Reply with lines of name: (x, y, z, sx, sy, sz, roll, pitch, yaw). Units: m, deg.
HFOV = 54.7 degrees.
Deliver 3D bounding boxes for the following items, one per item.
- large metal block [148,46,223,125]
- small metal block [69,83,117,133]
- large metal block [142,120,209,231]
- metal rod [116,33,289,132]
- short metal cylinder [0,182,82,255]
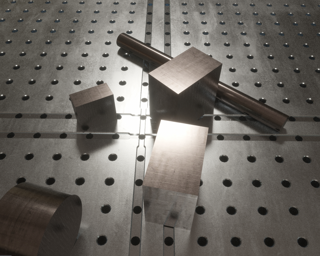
large metal block: (0.032, -0.048, 0.413, 0.080, 0.080, 0.050, -36, 59, -27)
small metal block: (-0.088, -0.027, 0.413, 0.050, 0.050, 0.025, -22, 54, -18)
large metal block: (0.017, 0.051, 0.330, 0.050, 0.080, 0.080, 10, 51, 8)
metal rod: (0.050, -0.079, 0.474, 0.300, 0.025, 0.025, 32, 57, 24)
short metal cylinder: (-0.115, 0.096, 0.290, 0.050, 0.080, 0.080, 13, 51, 10)
